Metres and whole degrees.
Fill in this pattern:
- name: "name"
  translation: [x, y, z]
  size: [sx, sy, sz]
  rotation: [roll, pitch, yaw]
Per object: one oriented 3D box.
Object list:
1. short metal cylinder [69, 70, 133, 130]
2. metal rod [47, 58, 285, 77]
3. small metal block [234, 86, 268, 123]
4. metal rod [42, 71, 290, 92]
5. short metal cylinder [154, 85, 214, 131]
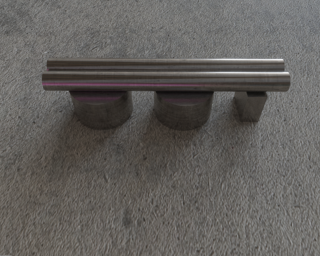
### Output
- name: "short metal cylinder"
  translation: [-0.079, -0.043, 0.423]
  size: [0.081, 0.050, 0.080]
  rotation: [0, 50, 0]
- name: "metal rod"
  translation: [0.008, -0.079, 0.405]
  size: [0.302, 0.025, 0.025]
  rotation: [0, 50, 0]
- name: "small metal block"
  translation: [0.123, -0.042, 0.426]
  size: [0.025, 0.050, 0.050]
  rotation: [-1, 50, -1]
- name: "metal rod"
  translation: [0.008, -0.058, 0.388]
  size: [0.302, 0.025, 0.025]
  rotation: [0, 50, 0]
- name: "short metal cylinder"
  translation: [0.032, -0.042, 0.424]
  size: [0.081, 0.050, 0.080]
  rotation: [0, 50, 0]
